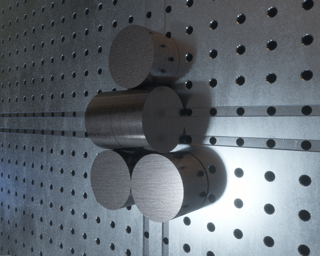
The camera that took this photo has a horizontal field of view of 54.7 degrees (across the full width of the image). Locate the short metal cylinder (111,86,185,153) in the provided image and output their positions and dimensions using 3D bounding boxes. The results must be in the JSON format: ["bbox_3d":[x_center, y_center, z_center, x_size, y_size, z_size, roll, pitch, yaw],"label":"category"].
[{"bbox_3d":[-0.013,-0.010,0.383,0.050,0.081,0.079,1,91,40],"label":"short metal cylinder"}]

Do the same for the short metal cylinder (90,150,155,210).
[{"bbox_3d":[-0.051,0.069,0.432,0.080,0.050,0.079,0,90,39],"label":"short metal cylinder"}]

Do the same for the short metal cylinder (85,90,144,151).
[{"bbox_3d":[-0.052,-0.010,0.415,0.050,0.081,0.079,1,91,40],"label":"short metal cylinder"}]

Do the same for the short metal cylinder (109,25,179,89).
[{"bbox_3d":[-0.022,-0.090,0.409,0.080,0.050,0.079,0,90,39],"label":"short metal cylinder"}]

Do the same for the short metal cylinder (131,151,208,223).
[{"bbox_3d":[0.011,0.070,0.381,0.080,0.050,0.079,0,90,39],"label":"short metal cylinder"}]
